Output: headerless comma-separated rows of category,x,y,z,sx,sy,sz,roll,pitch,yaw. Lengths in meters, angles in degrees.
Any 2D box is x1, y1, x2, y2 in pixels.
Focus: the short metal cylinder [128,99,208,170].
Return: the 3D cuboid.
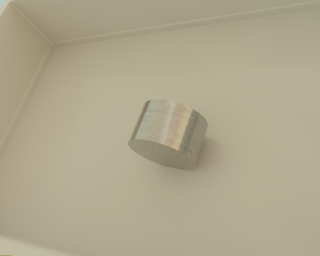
short metal cylinder,0.010,0.009,0.359,0.080,0.080,0.050,7,66,31
